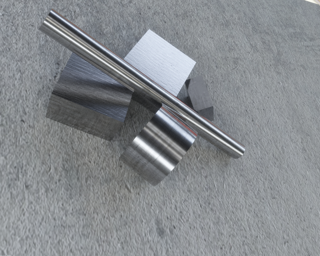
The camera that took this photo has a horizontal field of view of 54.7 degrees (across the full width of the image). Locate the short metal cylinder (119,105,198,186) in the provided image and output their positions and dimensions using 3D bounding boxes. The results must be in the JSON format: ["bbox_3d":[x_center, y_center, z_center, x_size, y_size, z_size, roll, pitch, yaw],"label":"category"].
[{"bbox_3d":[-0.002,0.020,0.356,0.050,0.080,0.080,40,51,-2],"label":"short metal cylinder"}]

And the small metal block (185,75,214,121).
[{"bbox_3d":[0.056,-0.038,0.440,0.025,0.050,0.050,-17,67,4],"label":"small metal block"}]

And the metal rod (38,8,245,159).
[{"bbox_3d":[0.000,-0.037,0.375,0.301,0.025,0.025,32,50,-28],"label":"metal rod"}]

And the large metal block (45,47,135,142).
[{"bbox_3d":[-0.079,-0.041,0.371,0.080,0.050,0.080,23,53,-15],"label":"large metal block"}]

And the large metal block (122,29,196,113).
[{"bbox_3d":[-0.008,-0.076,0.428,0.080,0.050,0.080,34,51,-6],"label":"large metal block"}]
